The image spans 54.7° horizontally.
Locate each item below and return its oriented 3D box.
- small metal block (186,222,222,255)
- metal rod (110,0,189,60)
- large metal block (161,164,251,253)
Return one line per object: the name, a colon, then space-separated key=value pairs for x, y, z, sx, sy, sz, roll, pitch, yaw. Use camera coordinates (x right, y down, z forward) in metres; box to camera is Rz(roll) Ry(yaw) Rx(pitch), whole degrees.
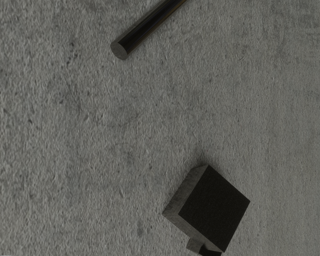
small metal block: x=0.073 y=0.168 z=0.466 sx=0.050 sy=0.025 sz=0.050 roll=40 pitch=66 yaw=-33
metal rod: x=0.037 y=-0.192 z=0.434 sx=0.301 sy=0.025 sz=0.025 roll=-50 pitch=120 yaw=-28
large metal block: x=0.063 y=0.109 z=0.425 sx=0.080 sy=0.050 sz=0.080 roll=42 pitch=63 yaw=-9
